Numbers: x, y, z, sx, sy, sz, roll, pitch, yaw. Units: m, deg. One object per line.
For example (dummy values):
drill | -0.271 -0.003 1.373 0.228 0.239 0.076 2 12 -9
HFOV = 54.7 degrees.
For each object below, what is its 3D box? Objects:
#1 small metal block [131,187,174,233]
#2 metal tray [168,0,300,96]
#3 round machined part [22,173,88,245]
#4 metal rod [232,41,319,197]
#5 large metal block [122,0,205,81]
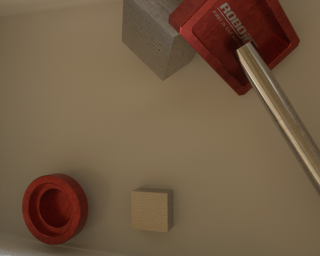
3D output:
small metal block | -0.010 0.108 0.413 0.050 0.025 0.050 0 90 19
metal tray | 0.083 -0.101 0.327 0.090 0.130 0.030 -44 43 14
round machined part | -0.147 0.114 0.452 0.098 0.042 0.097 0 90 19
metal rod | 0.166 0.041 0.330 0.025 0.025 0.299 -32 88 17
large metal block | 0.000 -0.118 0.373 0.050 0.080 0.080 -38 75 -23
